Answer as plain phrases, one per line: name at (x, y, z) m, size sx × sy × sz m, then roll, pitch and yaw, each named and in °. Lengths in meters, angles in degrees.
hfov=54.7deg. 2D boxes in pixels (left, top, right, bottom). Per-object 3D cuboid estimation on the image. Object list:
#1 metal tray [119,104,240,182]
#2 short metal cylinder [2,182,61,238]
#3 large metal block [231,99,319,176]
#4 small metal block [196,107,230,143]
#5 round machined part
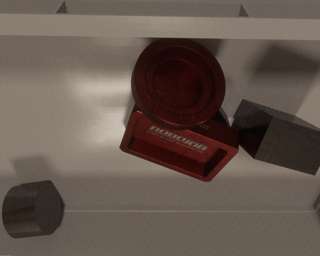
metal tray at (0.022, 0.017, 0.391) m, size 0.131 × 0.030 × 0.089 m, roll 21°, pitch 141°, yaw -4°
short metal cylinder at (-0.195, 0.126, 0.477) m, size 0.050 × 0.080 × 0.080 m, roll -8°, pitch 130°, yaw 6°
large metal block at (0.141, 0.008, 0.374) m, size 0.081 × 0.080 × 0.050 m, roll 16°, pitch 106°, yaw -14°
small metal block at (0.056, -0.013, 0.399) m, size 0.050 × 0.025 × 0.050 m, roll -26°, pitch 126°, yaw 20°
round machined part at (0.017, -0.045, 0.336) m, size 0.099 × 0.098 × 0.042 m, roll 14°, pitch 163°, yaw -12°
